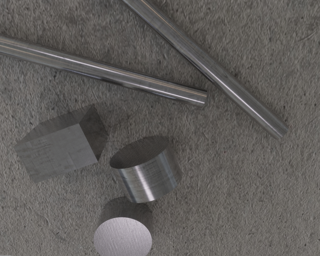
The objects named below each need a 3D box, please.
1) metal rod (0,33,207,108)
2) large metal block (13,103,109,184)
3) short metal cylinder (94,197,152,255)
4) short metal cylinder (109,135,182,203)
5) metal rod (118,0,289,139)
[{"bbox_3d":[-0.089,-0.075,0.381,0.302,0.025,0.025,14,110,-6],"label":"metal rod"},{"bbox_3d":[-0.117,0.016,0.385,0.080,0.080,0.050,-19,109,7],"label":"large metal block"},{"bbox_3d":[-0.051,0.148,0.450,0.081,0.050,0.079,0,110,0],"label":"short metal cylinder"},{"bbox_3d":[-0.018,0.051,0.399,0.080,0.080,0.050,-19,109,7],"label":"short metal cylinder"},{"bbox_3d":[0.047,-0.086,0.378,0.301,0.025,0.025,39,105,-13],"label":"metal rod"}]
